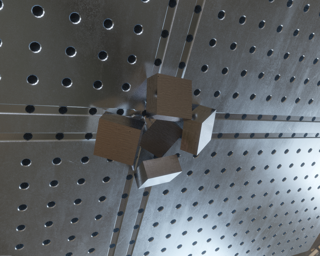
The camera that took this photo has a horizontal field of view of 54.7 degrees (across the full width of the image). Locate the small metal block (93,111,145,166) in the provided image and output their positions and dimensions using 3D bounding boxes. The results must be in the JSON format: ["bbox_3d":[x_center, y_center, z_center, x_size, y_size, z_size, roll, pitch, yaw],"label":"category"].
[{"bbox_3d":[-0.050,0.013,0.378,0.050,0.025,0.050,16,115,2],"label":"small metal block"}]

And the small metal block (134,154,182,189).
[{"bbox_3d":[-0.004,0.061,0.432,0.050,0.025,0.050,-9,158,-24],"label":"small metal block"}]

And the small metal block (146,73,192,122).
[{"bbox_3d":[0.012,-0.036,0.381,0.050,0.025,0.050,6,79,-31],"label":"small metal block"}]

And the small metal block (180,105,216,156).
[{"bbox_3d":[0.053,0.002,0.428,0.050,0.025,0.050,-38,141,-51],"label":"small metal block"}]

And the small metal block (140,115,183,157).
[{"bbox_3d":[-0.004,0.006,0.414,0.050,0.025,0.050,-49,129,6],"label":"small metal block"}]
